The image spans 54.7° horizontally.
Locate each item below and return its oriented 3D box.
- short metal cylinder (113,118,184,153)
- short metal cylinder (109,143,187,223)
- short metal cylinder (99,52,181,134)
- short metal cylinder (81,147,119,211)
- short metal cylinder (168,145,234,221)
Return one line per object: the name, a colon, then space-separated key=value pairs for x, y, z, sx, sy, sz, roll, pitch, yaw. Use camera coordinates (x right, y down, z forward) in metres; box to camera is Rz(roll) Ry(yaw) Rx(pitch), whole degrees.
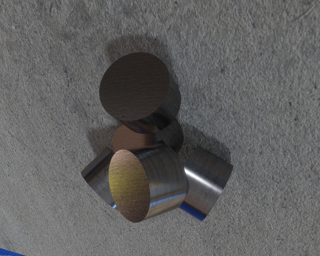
short metal cylinder: x=-0.015 y=0.018 z=0.410 sx=0.080 sy=0.050 sz=0.079 roll=13 pitch=123 yaw=21
short metal cylinder: x=-0.016 y=0.060 z=0.351 sx=0.080 sy=0.050 sz=0.079 roll=11 pitch=105 yaw=49
short metal cylinder: x=-0.021 y=-0.038 z=0.352 sx=0.080 sy=0.080 sz=0.050 roll=13 pitch=167 yaw=21
short metal cylinder: x=-0.066 y=0.072 z=0.445 sx=0.080 sy=0.050 sz=0.080 roll=44 pitch=174 yaw=7
short metal cylinder: x=0.049 y=0.068 z=0.389 sx=0.050 sy=0.080 sz=0.079 roll=30 pitch=128 yaw=8
